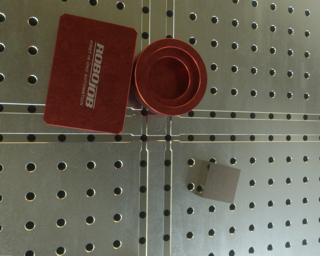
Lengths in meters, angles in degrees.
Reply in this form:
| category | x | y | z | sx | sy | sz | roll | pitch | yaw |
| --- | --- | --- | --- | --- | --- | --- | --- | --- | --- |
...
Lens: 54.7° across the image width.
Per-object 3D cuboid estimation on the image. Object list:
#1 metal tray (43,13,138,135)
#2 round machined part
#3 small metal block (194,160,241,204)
| category | x | y | z | sx | sy | sz | roll | pitch | yaw |
| --- | --- | --- | --- | --- | --- | --- | --- | --- | --- |
| metal tray | -0.082 | -0.062 | 0.373 | 0.091 | 0.030 | 0.129 | 9 | 87 | -12 |
| round machined part | 0.009 | -0.064 | 0.407 | 0.099 | 0.042 | 0.097 | 0 | 90 | -20 |
| small metal block | 0.082 | 0.077 | 0.443 | 0.050 | 0.025 | 0.050 | 16 | 85 | -20 |
